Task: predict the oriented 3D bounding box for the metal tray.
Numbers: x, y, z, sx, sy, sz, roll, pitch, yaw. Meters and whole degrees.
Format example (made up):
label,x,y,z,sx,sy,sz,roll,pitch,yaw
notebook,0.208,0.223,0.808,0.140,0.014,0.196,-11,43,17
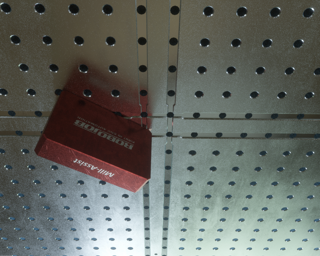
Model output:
label,x,y,z,sx,sy,sz,roll,pitch,yaw
metal tray,-0.074,0.016,0.381,0.131,0.090,0.030,26,125,-21
